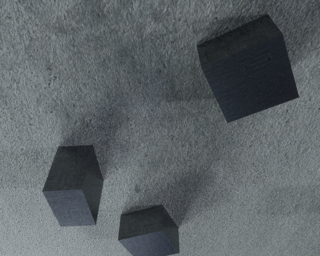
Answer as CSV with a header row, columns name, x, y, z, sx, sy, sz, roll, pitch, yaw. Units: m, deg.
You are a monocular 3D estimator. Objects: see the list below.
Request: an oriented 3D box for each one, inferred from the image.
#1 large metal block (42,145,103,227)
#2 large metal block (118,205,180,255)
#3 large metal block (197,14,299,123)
name,x,y,z,sx,sy,sz,roll,pitch,yaw
large metal block,-0.118,0.082,0.439,0.050,0.080,0.080,-4,130,3
large metal block,-0.018,0.188,0.551,0.080,0.050,0.080,-18,128,14
large metal block,0.095,-0.062,0.339,0.080,0.050,0.080,-21,127,17
